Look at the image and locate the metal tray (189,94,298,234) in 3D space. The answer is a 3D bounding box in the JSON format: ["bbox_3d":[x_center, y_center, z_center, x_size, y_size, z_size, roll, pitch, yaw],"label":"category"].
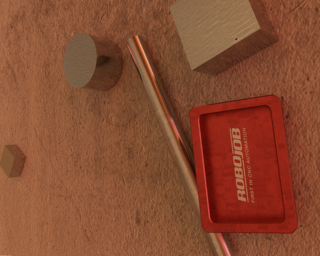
[{"bbox_3d":[0.083,0.037,0.316,0.090,0.030,0.129,-8,85,23],"label":"metal tray"}]

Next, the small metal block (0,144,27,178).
[{"bbox_3d":[-0.314,0.070,0.659,0.050,0.025,0.050,37,112,33],"label":"small metal block"}]

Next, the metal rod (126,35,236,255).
[{"bbox_3d":[0.019,0.012,0.387,0.025,0.025,0.299,-34,69,34],"label":"metal rod"}]

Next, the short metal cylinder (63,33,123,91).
[{"bbox_3d":[-0.102,-0.098,0.470,0.080,0.050,0.079,0,90,39],"label":"short metal cylinder"}]

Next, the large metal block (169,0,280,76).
[{"bbox_3d":[0.067,-0.113,0.332,0.080,0.050,0.080,-27,73,36],"label":"large metal block"}]
